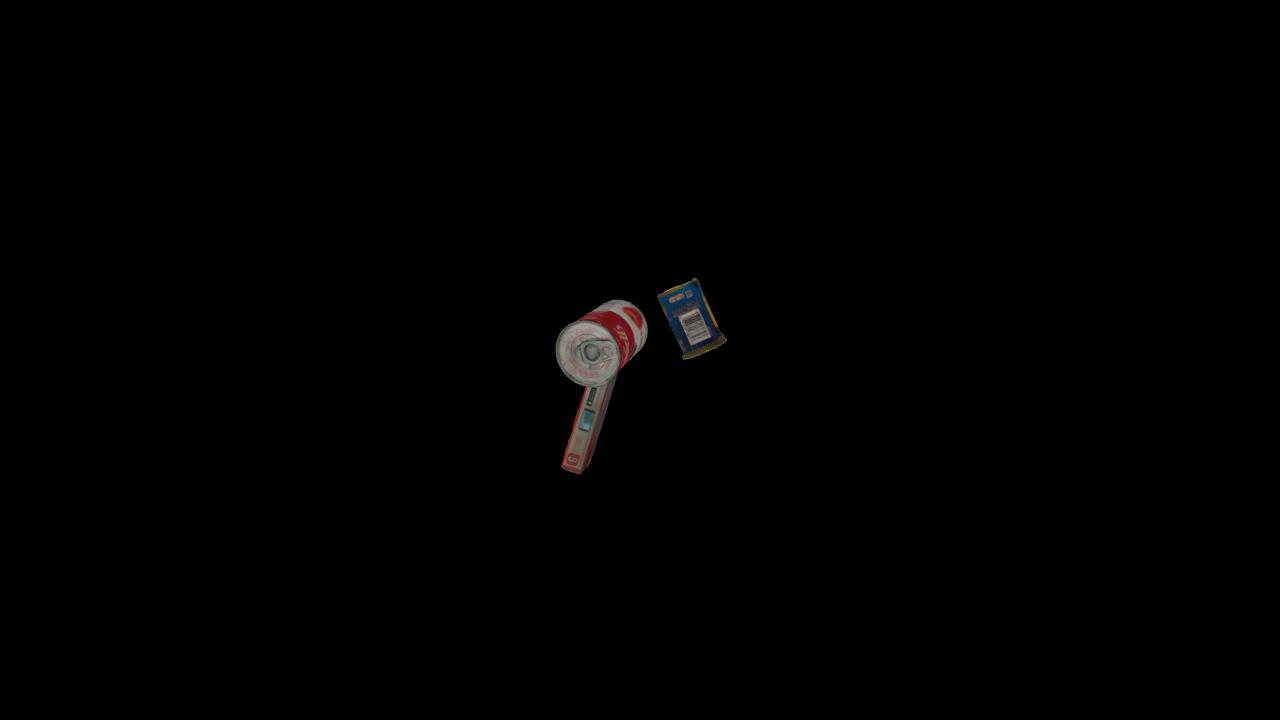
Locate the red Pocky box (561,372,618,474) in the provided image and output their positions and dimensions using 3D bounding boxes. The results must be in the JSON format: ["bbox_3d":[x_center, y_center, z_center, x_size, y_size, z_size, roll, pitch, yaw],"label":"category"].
[{"bbox_3d":[-0.054,0.054,0.735,0.028,0.155,0.083,17,-1,4],"label":"red Pocky box"}]

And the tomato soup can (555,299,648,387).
[{"bbox_3d":[-0.037,-0.020,0.636,0.068,0.068,0.101,0,17,18],"label":"tomato soup can"}]

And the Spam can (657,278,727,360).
[{"bbox_3d":[0.064,-0.053,0.764,0.058,0.085,0.101,-24,4,7],"label":"Spam can"}]
